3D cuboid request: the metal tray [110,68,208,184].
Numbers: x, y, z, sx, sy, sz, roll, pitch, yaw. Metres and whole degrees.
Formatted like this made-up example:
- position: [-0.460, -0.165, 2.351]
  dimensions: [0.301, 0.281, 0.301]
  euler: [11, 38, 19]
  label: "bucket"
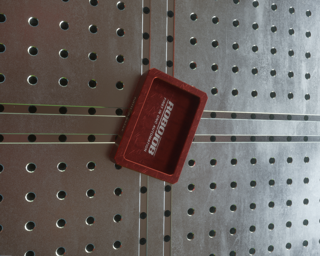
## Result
- position: [0.000, -0.002, 0.409]
  dimensions: [0.090, 0.030, 0.130]
  euler: [23, 83, -19]
  label: "metal tray"
